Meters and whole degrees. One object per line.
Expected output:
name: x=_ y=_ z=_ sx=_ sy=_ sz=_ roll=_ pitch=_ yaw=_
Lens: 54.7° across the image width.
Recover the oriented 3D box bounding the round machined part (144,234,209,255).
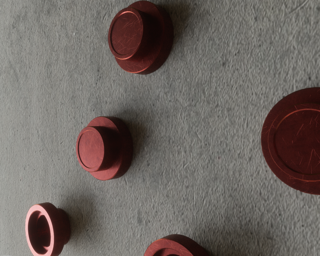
round machined part: x=0.028 y=0.177 z=0.371 sx=0.098 sy=0.042 sz=0.097 roll=0 pitch=90 yaw=40

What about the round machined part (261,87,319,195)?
round machined part: x=0.138 y=0.012 z=0.280 sx=0.098 sy=0.042 sz=0.097 roll=0 pitch=90 yaw=40

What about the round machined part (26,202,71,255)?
round machined part: x=-0.198 y=0.183 z=0.558 sx=0.098 sy=0.042 sz=0.097 roll=0 pitch=90 yaw=40

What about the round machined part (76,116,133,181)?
round machined part: x=-0.090 y=0.031 z=0.468 sx=0.098 sy=0.042 sz=0.097 roll=0 pitch=90 yaw=40

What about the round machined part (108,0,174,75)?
round machined part: x=-0.033 y=-0.124 z=0.421 sx=0.098 sy=0.042 sz=0.097 roll=0 pitch=90 yaw=40
